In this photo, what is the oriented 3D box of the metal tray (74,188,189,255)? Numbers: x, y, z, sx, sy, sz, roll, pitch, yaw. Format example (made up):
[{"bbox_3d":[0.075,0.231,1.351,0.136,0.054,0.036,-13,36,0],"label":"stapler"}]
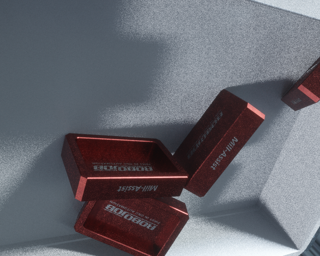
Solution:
[{"bbox_3d":[-0.038,0.122,0.425,0.131,0.030,0.090,27,103,-12],"label":"metal tray"}]

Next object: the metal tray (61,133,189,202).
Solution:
[{"bbox_3d":[-0.043,0.045,0.372,0.131,0.090,0.030,5,116,-31],"label":"metal tray"}]

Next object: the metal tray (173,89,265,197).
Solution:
[{"bbox_3d":[0.071,0.016,0.414,0.030,0.090,0.130,32,101,-18],"label":"metal tray"}]

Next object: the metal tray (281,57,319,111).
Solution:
[{"bbox_3d":[0.223,-0.072,0.435,0.090,0.030,0.130,-49,170,6],"label":"metal tray"}]
